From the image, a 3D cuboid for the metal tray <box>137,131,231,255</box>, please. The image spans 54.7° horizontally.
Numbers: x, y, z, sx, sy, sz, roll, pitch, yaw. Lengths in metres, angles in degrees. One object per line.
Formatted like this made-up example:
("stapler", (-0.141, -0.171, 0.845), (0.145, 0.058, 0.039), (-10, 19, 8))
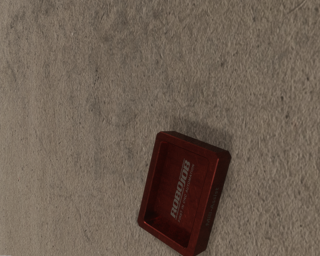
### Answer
("metal tray", (0.026, 0.077, 0.378), (0.090, 0.030, 0.129), (21, 103, 37))
